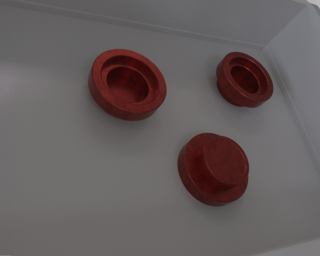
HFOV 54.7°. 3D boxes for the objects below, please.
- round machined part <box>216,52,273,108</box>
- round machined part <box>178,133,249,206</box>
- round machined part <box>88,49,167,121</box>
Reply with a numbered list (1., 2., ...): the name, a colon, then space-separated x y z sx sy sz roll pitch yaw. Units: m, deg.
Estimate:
1. round machined part: 0.134 -0.075 0.512 0.099 0.042 0.098 14 56 -21
2. round machined part: 0.076 0.049 0.406 0.099 0.042 0.098 14 56 -21
3. round machined part: -0.045 -0.051 0.402 0.099 0.042 0.098 14 56 -21
